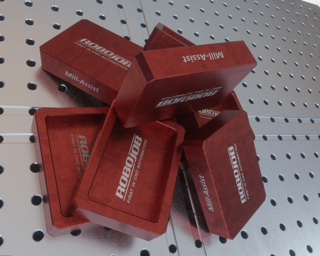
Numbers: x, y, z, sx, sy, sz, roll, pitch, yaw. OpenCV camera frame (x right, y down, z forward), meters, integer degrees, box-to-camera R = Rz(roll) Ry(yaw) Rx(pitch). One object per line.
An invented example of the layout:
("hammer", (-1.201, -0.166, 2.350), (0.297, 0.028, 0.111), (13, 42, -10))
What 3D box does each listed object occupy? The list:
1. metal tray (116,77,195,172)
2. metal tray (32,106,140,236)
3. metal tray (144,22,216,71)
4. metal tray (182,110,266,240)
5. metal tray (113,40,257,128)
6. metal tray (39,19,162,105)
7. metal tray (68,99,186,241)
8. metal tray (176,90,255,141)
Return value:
("metal tray", (-0.008, -0.007, 0.404), (0.091, 0.030, 0.130), (-4, 61, -32))
("metal tray", (-0.082, 0.040, 0.337), (0.091, 0.030, 0.130), (-4, 63, -31))
("metal tray", (0.028, -0.112, 0.444), (0.090, 0.030, 0.130), (29, 19, -9))
("metal tray", (0.082, 0.054, 0.373), (0.091, 0.030, 0.129), (-33, 113, -37))
("metal tray", (0.025, -0.046, 0.325), (0.131, 0.090, 0.030), (-14, 69, -29))
("metal tray", (-0.071, -0.083, 0.395), (0.130, 0.030, 0.090), (29, 51, 10))
("metal tray", (-0.028, 0.040, 0.326), (0.090, 0.030, 0.130), (24, 53, -13))
("metal tray", (0.073, -0.020, 0.432), (0.131, 0.030, 0.090), (6, 58, -45))
